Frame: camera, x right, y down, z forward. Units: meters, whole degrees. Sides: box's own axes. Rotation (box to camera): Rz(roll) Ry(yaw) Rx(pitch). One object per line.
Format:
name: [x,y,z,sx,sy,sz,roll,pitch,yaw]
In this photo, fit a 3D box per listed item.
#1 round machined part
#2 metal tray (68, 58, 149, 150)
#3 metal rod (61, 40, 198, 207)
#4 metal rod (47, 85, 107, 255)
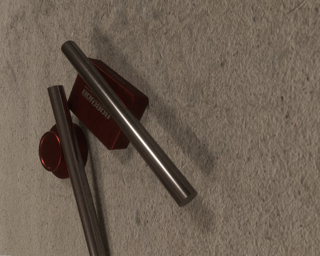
round machined part: [-0.172,0.039,0.532,0.098,0.042,0.097,0,90,39]
metal tray: [-0.084,-0.038,0.468,0.130,0.030,0.089,40,114,32]
metal rod: [-0.055,-0.023,0.408,0.300,0.025,0.025,50,119,28]
metal rod: [-0.127,0.079,0.484,0.025,0.025,0.298,-18,86,38]
